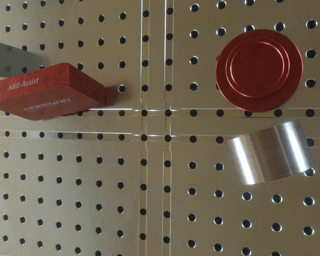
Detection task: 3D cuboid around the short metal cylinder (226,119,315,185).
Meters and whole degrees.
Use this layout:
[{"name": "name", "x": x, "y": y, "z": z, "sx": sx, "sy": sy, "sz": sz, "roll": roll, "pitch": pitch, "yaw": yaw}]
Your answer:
[{"name": "short metal cylinder", "x": 0.120, "y": 0.026, "z": 0.341, "sx": 0.080, "sy": 0.080, "sz": 0.050, "roll": -19, "pitch": 84, "yaw": 19}]

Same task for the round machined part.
[{"name": "round machined part", "x": 0.114, "y": -0.068, "z": 0.363, "sx": 0.098, "sy": 0.042, "sz": 0.097, "roll": 0, "pitch": 90, "yaw": 19}]

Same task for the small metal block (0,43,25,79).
[{"name": "small metal block", "x": -0.240, "y": -0.101, "z": 0.482, "sx": 0.025, "sy": 0.050, "sz": 0.050, "roll": 3, "pitch": 91, "yaw": 20}]

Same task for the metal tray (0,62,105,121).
[{"name": "metal tray", "x": -0.155, "y": -0.045, "z": 0.428, "sx": 0.130, "sy": 0.090, "sz": 0.030, "roll": -10, "pitch": 74, "yaw": 19}]
